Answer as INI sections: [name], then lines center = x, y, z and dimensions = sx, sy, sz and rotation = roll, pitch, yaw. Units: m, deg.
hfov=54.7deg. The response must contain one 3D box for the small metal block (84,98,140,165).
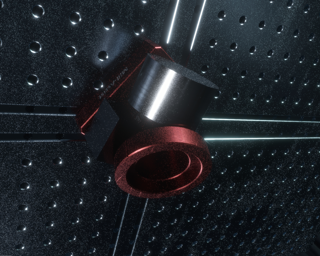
[small metal block]
center = -0.052, 0.003, 0.329
dimensions = 0.025, 0.050, 0.050
rotation = 21, 107, -36

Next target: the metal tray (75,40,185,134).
[metal tray]
center = -0.026, -0.029, 0.378
dimensions = 0.130, 0.030, 0.090
rotation = -47, 130, 4

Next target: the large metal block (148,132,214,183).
[large metal block]
center = 0.019, 0.033, 0.404
dimensions = 0.080, 0.050, 0.080
rotation = -47, 160, 4

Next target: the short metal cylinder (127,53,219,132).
[short metal cylinder]
center = 0.013, -0.037, 0.322
dimensions = 0.081, 0.080, 0.050
rotation = 14, 111, -34

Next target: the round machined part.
[round machined part]
center = 0.001, 0.030, 0.324
dimensions = 0.099, 0.042, 0.097
rotation = -6, 138, -5
